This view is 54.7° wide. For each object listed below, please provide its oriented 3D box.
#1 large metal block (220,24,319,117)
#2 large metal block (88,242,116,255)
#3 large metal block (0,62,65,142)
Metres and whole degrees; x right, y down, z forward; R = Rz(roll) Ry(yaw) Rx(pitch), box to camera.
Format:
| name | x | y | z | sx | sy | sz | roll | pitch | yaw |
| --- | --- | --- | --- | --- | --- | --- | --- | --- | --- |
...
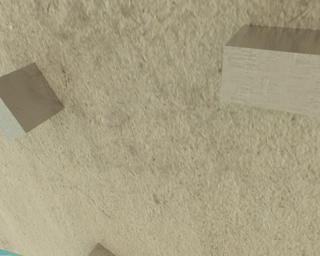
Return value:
| name | x | y | z | sx | sy | sz | roll | pitch | yaw |
| --- | --- | --- | --- | --- | --- | --- | --- | --- | --- |
| large metal block | 0.106 | -0.057 | 0.280 | 0.080 | 0.080 | 0.050 | 12 | 123 | 21 |
| large metal block | -0.120 | 0.295 | 0.634 | 0.080 | 0.050 | 0.079 | 35 | 129 | 5 |
| large metal block | -0.202 | -0.038 | 0.452 | 0.050 | 0.080 | 0.080 | -20 | 108 | 35 |
